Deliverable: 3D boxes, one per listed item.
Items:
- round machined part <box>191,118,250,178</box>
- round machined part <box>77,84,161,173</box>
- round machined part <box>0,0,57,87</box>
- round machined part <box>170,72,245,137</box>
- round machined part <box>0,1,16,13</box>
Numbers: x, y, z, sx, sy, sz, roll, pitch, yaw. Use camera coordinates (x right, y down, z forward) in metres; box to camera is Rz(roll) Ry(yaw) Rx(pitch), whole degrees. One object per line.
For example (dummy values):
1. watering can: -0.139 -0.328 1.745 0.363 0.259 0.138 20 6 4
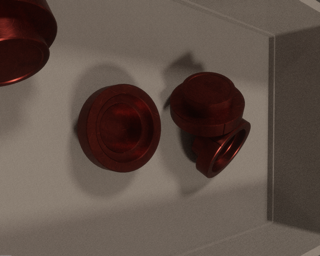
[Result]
1. round machined part: 0.083 0.021 0.448 0.099 0.042 0.097 -38 150 -26
2. round machined part: -0.050 0.000 0.356 0.099 0.042 0.097 0 90 -40
3. round machined part: -0.129 -0.067 0.247 0.099 0.098 0.042 -19 77 -39
4. round machined part: 0.063 -0.038 0.409 0.098 0.098 0.042 -43 148 -32
5. round machined part: -0.164 -0.134 0.245 0.098 0.042 0.098 18 69 -59
